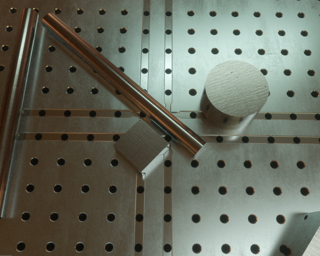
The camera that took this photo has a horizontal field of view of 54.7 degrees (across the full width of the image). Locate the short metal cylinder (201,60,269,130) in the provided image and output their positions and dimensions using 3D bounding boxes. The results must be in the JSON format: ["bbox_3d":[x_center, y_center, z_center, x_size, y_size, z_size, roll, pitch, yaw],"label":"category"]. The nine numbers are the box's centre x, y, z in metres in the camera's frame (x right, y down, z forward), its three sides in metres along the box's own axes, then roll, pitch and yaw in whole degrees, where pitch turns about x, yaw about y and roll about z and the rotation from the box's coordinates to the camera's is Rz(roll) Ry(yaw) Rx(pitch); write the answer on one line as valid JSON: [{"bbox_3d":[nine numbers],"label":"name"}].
[{"bbox_3d":[0.097,-0.043,0.415,0.081,0.050,0.080,0,70,0],"label":"short metal cylinder"}]

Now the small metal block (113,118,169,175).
[{"bbox_3d":[-0.024,0.025,0.402,0.050,0.025,0.050,42,75,13],"label":"small metal block"}]

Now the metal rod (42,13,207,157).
[{"bbox_3d":[-0.058,-0.067,0.435,0.300,0.025,0.025,41,75,13],"label":"metal rod"}]

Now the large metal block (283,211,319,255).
[{"bbox_3d":[0.194,0.151,0.346,0.080,0.050,0.080,37,74,12],"label":"large metal block"}]

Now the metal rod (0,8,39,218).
[{"bbox_3d":[-0.200,-0.034,0.421,0.025,0.025,0.299,1,70,0],"label":"metal rod"}]
